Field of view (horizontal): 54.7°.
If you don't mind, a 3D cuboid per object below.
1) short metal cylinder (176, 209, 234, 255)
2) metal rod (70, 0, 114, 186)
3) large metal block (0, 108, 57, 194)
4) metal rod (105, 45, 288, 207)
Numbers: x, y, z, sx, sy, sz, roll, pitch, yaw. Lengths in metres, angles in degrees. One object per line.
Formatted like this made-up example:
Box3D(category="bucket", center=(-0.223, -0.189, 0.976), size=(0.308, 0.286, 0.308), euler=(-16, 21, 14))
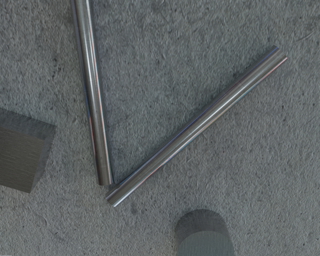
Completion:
Box3D(category="short metal cylinder", center=(0.064, 0.169, 0.460), size=(0.081, 0.050, 0.079), euler=(0, 110, -1))
Box3D(category="metal rod", center=(-0.085, -0.065, 0.384), size=(0.025, 0.025, 0.298), euler=(-3, 110, 1))
Box3D(category="large metal block", center=(-0.191, 0.028, 0.404), size=(0.080, 0.050, 0.079), euler=(19, 109, -8))
Box3D(category="metal rod", center=(0.039, 0.006, 0.412), size=(0.299, 0.025, 0.025), euler=(-42, 105, 13))
